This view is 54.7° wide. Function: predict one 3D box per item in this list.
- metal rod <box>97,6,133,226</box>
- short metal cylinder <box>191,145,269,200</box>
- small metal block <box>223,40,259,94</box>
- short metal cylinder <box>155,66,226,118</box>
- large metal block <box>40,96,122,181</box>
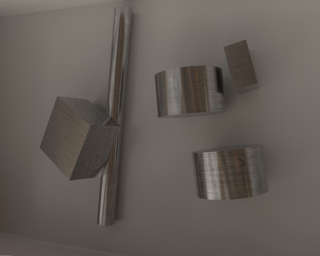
[{"bbox_3d":[-0.063,-0.015,0.431,0.025,0.025,0.298,6,92,19],"label":"metal rod"},{"bbox_3d":[0.079,0.048,0.353,0.080,0.080,0.050,-7,88,19],"label":"short metal cylinder"},{"bbox_3d":[0.097,-0.070,0.363,0.025,0.050,0.050,-15,85,19],"label":"small metal block"},{"bbox_3d":[0.036,-0.040,0.368,0.080,0.080,0.050,-5,89,19],"label":"short metal cylinder"},{"bbox_3d":[-0.109,0.012,0.417,0.080,0.050,0.079,36,110,34],"label":"large metal block"}]
